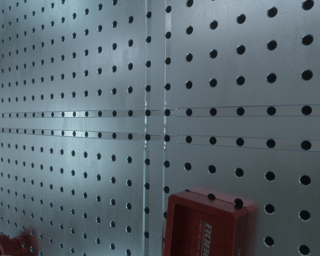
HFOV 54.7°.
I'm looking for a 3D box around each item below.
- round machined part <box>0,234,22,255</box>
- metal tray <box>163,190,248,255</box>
[{"bbox_3d":[-0.336,0.278,0.671,0.098,0.042,0.097,0,90,39],"label":"round machined part"},{"bbox_3d":[0.049,0.148,0.364,0.090,0.030,0.129,8,95,39],"label":"metal tray"}]
